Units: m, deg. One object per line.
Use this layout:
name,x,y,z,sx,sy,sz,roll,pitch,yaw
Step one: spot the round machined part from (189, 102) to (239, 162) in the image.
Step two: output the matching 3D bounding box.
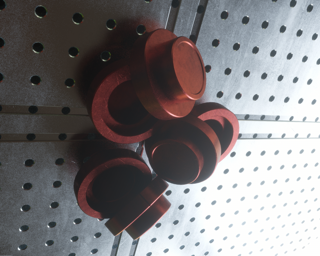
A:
round machined part,0.058,0.007,0.435,0.099,0.042,0.097,-14,124,-21

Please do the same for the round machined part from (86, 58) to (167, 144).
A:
round machined part,-0.036,-0.034,0.358,0.099,0.042,0.097,-14,124,-21

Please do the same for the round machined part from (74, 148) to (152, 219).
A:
round machined part,-0.063,0.067,0.406,0.099,0.042,0.097,-14,124,-21

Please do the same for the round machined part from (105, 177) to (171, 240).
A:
round machined part,-0.023,0.111,0.418,0.098,0.098,0.042,-42,85,-4

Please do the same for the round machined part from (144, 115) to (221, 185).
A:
round machined part,0.024,0.033,0.394,0.042,0.098,0.097,-51,148,-52

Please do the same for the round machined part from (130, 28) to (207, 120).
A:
round machined part,0.016,-0.060,0.335,0.098,0.042,0.098,18,67,-51
